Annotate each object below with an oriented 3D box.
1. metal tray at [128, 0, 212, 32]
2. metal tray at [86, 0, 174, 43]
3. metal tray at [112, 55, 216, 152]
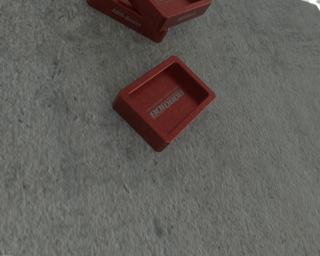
[{"bbox_3d":[0.014,-0.213,0.500,0.090,0.030,0.131,50,51,7],"label":"metal tray"},{"bbox_3d":[-0.041,-0.205,0.504,0.131,0.030,0.090,26,52,-12],"label":"metal tray"},{"bbox_3d":[0.010,-0.038,0.430,0.090,0.030,0.131,45,51,3],"label":"metal tray"}]
